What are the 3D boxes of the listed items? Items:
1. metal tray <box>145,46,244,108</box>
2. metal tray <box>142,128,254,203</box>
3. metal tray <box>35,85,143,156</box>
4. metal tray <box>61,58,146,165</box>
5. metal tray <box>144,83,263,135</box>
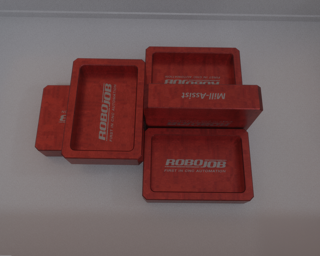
[{"bbox_3d":[0.045,-0.066,0.430,0.131,0.030,0.090,1,70,0],"label":"metal tray"},{"bbox_3d":[0.045,0.047,0.388,0.131,0.030,0.090,1,70,0],"label":"metal tray"},{"bbox_3d":[-0.088,-0.009,0.406,0.131,0.030,0.090,0,70,-1],"label":"metal tray"},{"bbox_3d":[-0.064,-0.022,0.380,0.091,0.030,0.130,1,70,0],"label":"metal tray"},{"bbox_3d":[0.048,-0.020,0.380,0.131,0.090,0.030,1,70,0],"label":"metal tray"}]
